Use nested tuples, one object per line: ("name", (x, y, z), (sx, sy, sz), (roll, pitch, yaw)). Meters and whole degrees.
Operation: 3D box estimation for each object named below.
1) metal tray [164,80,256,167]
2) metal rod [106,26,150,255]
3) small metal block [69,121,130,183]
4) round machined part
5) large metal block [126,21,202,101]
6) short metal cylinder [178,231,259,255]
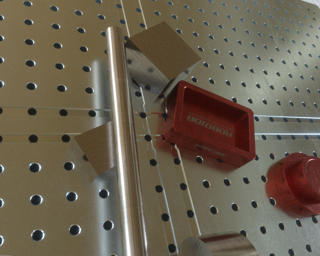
("metal tray", (0.075, -0.006, 0.448), (0.131, 0.030, 0.090), (20, 54, -16))
("metal rod", (-0.041, 0.001, 0.353), (0.025, 0.025, 0.299), (6, 59, -26))
("small metal block", (-0.067, 0.027, 0.356), (0.050, 0.025, 0.050), (-27, 77, -37))
("round machined part", (0.228, 0.081, 0.470), (0.099, 0.042, 0.098), (14, 56, -21))
("large metal block", (-0.001, -0.099, 0.452), (0.080, 0.050, 0.080), (47, 51, 4))
("short metal cylinder", (0.059, 0.149, 0.314), (0.050, 0.080, 0.080), (3, 61, -27))
